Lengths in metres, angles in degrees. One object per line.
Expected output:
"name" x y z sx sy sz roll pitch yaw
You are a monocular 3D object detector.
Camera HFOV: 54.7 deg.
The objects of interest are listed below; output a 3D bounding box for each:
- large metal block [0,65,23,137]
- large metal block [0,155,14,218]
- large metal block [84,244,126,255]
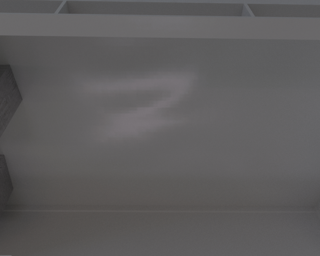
"large metal block" -0.215 -0.029 0.346 0.080 0.080 0.050 -1 130 0
"large metal block" -0.260 0.093 0.449 0.050 0.080 0.079 6 130 -5
"large metal block" -0.120 0.287 0.639 0.081 0.050 0.079 13 129 -11
